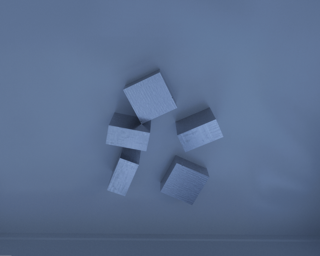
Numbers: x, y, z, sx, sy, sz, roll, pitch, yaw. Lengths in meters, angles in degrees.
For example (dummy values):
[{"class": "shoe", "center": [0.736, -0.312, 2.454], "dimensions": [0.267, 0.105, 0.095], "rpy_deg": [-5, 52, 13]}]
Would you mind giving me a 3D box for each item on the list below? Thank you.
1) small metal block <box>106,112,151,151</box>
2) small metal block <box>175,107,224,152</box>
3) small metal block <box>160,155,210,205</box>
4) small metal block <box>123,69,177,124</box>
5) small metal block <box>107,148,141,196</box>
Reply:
[{"class": "small metal block", "center": [-0.039, 0.004, 0.399], "dimensions": [0.050, 0.050, 0.025], "rpy_deg": [11, 110, -4]}, {"class": "small metal block", "center": [0.049, 0.001, 0.399], "dimensions": [0.050, 0.050, 0.025], "rpy_deg": [-23, 109, 8]}, {"class": "small metal block", "center": [0.034, 0.074, 0.439], "dimensions": [0.050, 0.025, 0.050], "rpy_deg": [24, 108, -9]}, {"class": "small metal block", "center": [-0.012, -0.040, 0.396], "dimensions": [0.050, 0.025, 0.050], "rpy_deg": [-24, 108, 8]}, {"class": "small metal block", "center": [-0.048, 0.055, 0.418], "dimensions": [0.025, 0.050, 0.050], "rpy_deg": [21, 109, -8]}]
